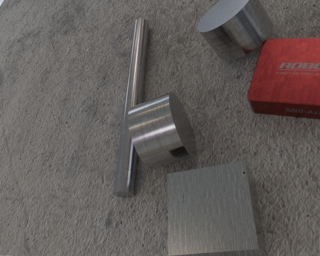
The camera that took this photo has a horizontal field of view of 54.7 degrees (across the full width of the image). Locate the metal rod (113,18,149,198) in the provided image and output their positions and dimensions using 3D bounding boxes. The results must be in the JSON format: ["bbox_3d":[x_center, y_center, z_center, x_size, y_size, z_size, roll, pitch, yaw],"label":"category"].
[{"bbox_3d":[-0.038,-0.048,0.453,0.025,0.025,0.299,-11,57,22],"label":"metal rod"}]

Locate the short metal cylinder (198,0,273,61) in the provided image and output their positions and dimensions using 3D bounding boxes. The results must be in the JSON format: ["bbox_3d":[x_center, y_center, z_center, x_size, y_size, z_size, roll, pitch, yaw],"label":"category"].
[{"bbox_3d":[0.096,-0.134,0.401,0.080,0.050,0.080,-33,30,22],"label":"short metal cylinder"}]

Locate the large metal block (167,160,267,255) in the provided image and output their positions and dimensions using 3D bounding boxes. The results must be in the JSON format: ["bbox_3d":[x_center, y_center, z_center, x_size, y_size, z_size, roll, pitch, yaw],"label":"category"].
[{"bbox_3d":[0.055,0.085,0.307,0.080,0.050,0.080,-13,56,21],"label":"large metal block"}]

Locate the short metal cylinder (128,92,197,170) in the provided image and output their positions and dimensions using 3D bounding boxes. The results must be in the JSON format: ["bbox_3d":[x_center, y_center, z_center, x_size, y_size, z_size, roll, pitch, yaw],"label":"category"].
[{"bbox_3d":[0.004,0.004,0.364,0.050,0.080,0.080,-20,54,17],"label":"short metal cylinder"}]

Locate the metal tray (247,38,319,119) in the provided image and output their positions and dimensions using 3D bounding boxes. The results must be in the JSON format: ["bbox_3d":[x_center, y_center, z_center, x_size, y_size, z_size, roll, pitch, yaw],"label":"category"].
[{"bbox_3d":[0.174,-0.056,0.344,0.130,0.030,0.090,8,66,31],"label":"metal tray"}]
